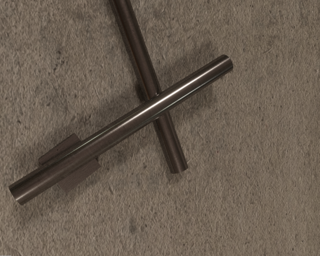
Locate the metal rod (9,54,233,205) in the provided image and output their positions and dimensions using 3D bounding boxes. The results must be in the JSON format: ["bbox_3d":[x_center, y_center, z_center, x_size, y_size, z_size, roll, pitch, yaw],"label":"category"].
[{"bbox_3d":[-0.032,-0.008,0.370,0.302,0.025,0.025,-33,101,-17],"label":"metal rod"}]

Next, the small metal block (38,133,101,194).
[{"bbox_3d":[-0.108,0.041,0.370,0.050,0.025,0.050,-39,103,-16],"label":"small metal block"}]

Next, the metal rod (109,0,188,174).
[{"bbox_3d":[-0.023,-0.083,0.401,0.025,0.025,0.298,-22,98,-19],"label":"metal rod"}]
